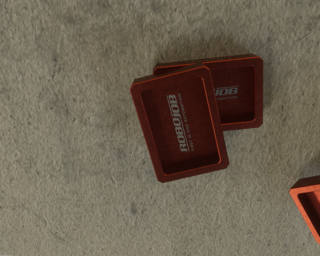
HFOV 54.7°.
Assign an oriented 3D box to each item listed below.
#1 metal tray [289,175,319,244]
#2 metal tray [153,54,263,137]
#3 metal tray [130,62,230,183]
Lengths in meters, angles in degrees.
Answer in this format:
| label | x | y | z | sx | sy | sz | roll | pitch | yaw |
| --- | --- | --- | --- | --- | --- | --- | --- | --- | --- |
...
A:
| label | x | y | z | sx | sy | sz | roll | pitch | yaw |
| --- | --- | --- | --- | --- | --- | --- | --- | --- | --- |
| metal tray | 0.244 | 0.101 | 0.391 | 0.129 | 0.030 | 0.090 | -30 | 88 | 53 |
| metal tray | 0.061 | -0.041 | 0.392 | 0.131 | 0.030 | 0.089 | -6 | 110 | 1 |
| metal tray | 0.025 | -0.004 | 0.373 | 0.090 | 0.030 | 0.129 | -14 | 110 | 4 |
